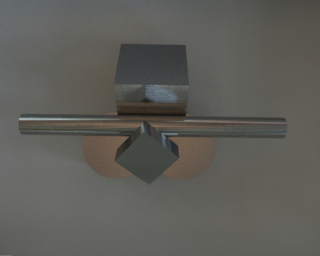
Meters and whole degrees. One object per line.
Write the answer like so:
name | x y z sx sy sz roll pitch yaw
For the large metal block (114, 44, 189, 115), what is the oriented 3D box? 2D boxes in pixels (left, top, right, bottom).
large metal block | -0.009 -0.058 0.377 0.081 0.050 0.080 1 47 0

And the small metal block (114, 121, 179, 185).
small metal block | -0.014 0.029 0.349 0.050 0.025 0.050 38 112 -19

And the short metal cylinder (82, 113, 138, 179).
short metal cylinder | -0.053 0.021 0.397 0.081 0.050 0.079 0 90 -1

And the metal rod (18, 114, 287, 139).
metal rod | -0.007 -0.002 0.360 0.302 0.025 0.025 1 90 -1

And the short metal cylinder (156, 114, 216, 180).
short metal cylinder | 0.027 0.023 0.398 0.081 0.050 0.079 0 90 -1
